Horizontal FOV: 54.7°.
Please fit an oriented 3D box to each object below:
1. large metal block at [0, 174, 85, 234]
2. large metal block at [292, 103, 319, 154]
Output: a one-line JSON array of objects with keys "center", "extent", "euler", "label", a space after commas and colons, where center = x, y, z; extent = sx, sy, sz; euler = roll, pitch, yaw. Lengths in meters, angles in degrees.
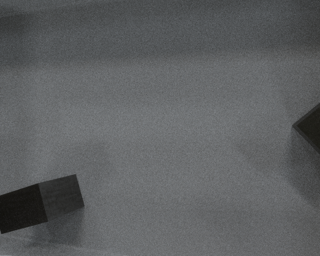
[{"center": [-0.170, 0.106, 0.441], "extent": [0.080, 0.080, 0.050], "euler": [-19, 84, 19], "label": "large metal block"}, {"center": [0.187, -0.010, 0.315], "extent": [0.080, 0.080, 0.050], "euler": [-43, 77, 15], "label": "large metal block"}]
